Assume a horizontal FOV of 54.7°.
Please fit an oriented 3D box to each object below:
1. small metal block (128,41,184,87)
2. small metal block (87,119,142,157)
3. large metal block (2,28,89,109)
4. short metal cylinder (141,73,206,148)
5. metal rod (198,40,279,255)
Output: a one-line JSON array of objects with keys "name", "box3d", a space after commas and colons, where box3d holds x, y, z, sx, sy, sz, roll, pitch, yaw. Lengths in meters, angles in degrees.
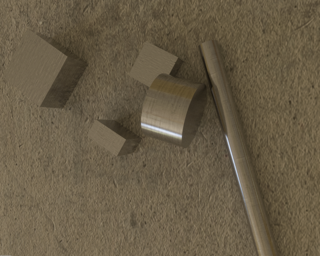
[{"name": "small metal block", "box3d": [-0.005, -0.079, 0.410, 0.050, 0.025, 0.050, 31, 100, 17]}, {"name": "small metal block", "box3d": [-0.060, 0.012, 0.416, 0.050, 0.050, 0.025, 32, 101, 17]}, {"name": "large metal block", "box3d": [-0.167, -0.085, 0.453, 0.080, 0.050, 0.080, 36, 101, 16]}, {"name": "short metal cylinder", "box3d": [0.018, -0.021, 0.373, 0.050, 0.080, 0.080, 17, 96, 19]}, {"name": "metal rod", "box3d": [0.098, 0.039, 0.374, 0.025, 0.025, 0.298, -16, 85, 19]}]
